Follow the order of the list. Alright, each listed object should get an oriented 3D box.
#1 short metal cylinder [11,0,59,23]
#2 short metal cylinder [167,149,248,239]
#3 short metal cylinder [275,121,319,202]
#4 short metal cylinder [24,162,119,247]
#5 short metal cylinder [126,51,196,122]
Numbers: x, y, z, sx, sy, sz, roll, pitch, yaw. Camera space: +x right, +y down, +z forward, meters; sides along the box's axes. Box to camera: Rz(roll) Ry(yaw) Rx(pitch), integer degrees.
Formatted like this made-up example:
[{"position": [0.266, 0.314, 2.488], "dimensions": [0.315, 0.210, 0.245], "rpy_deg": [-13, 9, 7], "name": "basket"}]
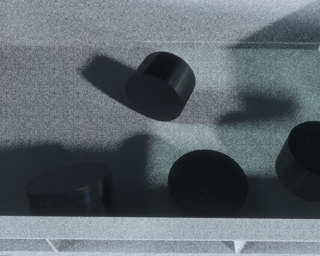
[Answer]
[{"position": [-0.241, -0.247, 0.596], "dimensions": [0.081, 0.050, 0.080], "rpy_deg": [0, 50, 0], "name": "short metal cylinder"}, {"position": [0.048, 0.070, 0.331], "dimensions": [0.081, 0.050, 0.080], "rpy_deg": [0, 50, 0], "name": "short metal cylinder"}, {"position": [0.182, 0.038, 0.359], "dimensions": [0.081, 0.050, 0.080], "rpy_deg": [0, 50, 0], "name": "short metal cylinder"}, {"position": [-0.084, 0.071, 0.303], "dimensions": [0.080, 0.050, 0.080], "rpy_deg": [-8, 12, 2], "name": "short metal cylinder"}, {"position": [0.001, -0.055, 0.415], "dimensions": [0.080, 0.080, 0.050], "rpy_deg": [19, 53, 14], "name": "short metal cylinder"}]
